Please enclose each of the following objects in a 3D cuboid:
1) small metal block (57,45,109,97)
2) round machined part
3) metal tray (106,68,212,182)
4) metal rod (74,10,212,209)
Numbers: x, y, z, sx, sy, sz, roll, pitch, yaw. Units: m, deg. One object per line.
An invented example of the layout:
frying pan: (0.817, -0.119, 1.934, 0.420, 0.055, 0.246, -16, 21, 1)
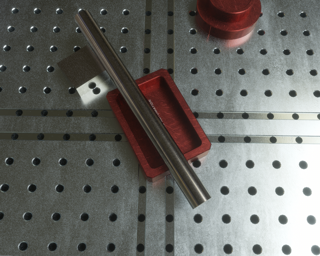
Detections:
small metal block: (-0.108, -0.081, 0.441, 0.050, 0.025, 0.050, -36, 74, -12)
round machined part: (0.106, -0.188, 0.472, 0.099, 0.042, 0.098, 0, 70, 0)
metal tray: (-0.003, -0.006, 0.410, 0.090, 0.030, 0.130, -26, 72, -9)
metal rod: (-0.030, -0.035, 0.391, 0.025, 0.025, 0.299, -30, 73, -10)
